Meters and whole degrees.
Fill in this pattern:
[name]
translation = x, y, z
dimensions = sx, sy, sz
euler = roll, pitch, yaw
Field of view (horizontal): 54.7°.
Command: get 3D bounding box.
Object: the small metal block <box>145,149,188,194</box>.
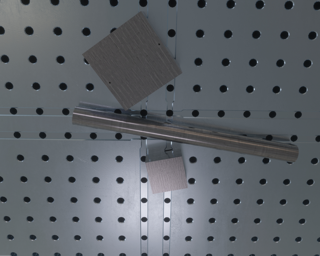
[small metal block]
translation = 0.010, 0.061, 0.436
dimensions = 0.050, 0.025, 0.050
euler = -10, 110, 3

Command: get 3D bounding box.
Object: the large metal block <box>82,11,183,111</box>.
[large metal block]
translation = -0.030, -0.081, 0.370
dimensions = 0.080, 0.050, 0.080
euler = -33, 107, 11

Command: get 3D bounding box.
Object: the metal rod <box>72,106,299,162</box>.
[metal rod]
translation = 0.037, 0.009, 0.416
dimensions = 0.302, 0.025, 0.025
euler = 10, 110, -4
